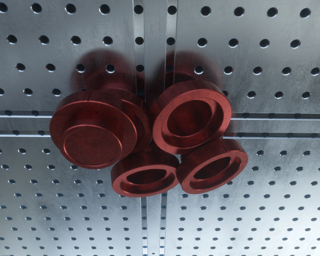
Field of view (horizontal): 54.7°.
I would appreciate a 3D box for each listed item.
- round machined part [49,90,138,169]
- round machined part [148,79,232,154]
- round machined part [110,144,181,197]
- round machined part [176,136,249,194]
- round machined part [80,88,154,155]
[{"bbox_3d":[-0.075,0.009,0.351,0.099,0.042,0.097,-1,130,0],"label":"round machined part"},{"bbox_3d":[0.032,-0.017,0.375,0.099,0.042,0.097,-11,133,-12],"label":"round machined part"},{"bbox_3d":[-0.020,0.058,0.438,0.099,0.042,0.098,-8,145,-6],"label":"round machined part"},{"bbox_3d":[0.067,0.046,0.425,0.099,0.042,0.097,-17,143,-13],"label":"round machined part"},{"bbox_3d":[-0.057,-0.010,0.391,0.099,0.042,0.097,-1,130,0],"label":"round machined part"}]
